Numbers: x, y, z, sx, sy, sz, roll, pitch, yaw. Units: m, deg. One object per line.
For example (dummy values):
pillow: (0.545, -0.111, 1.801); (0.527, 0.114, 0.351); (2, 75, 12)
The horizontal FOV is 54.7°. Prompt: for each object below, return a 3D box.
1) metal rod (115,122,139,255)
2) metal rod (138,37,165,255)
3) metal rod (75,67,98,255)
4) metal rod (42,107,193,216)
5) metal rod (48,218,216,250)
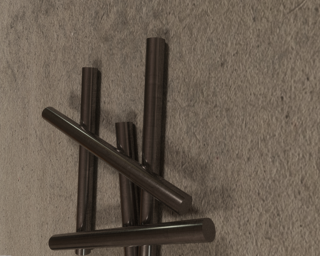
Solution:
metal rod: (-0.040, 0.141, 0.435); (0.025, 0.025, 0.298); (-7, 85, 39)
metal rod: (-0.011, 0.033, 0.412); (0.025, 0.025, 0.298); (4, 92, 39)
metal rod: (-0.118, 0.054, 0.499); (0.025, 0.025, 0.298); (5, 93, 39)
metal rod: (-0.080, 0.031, 0.433); (0.300, 0.025, 0.025); (27, 107, 36)
metal rod: (-0.060, 0.148, 0.417); (0.299, 0.025, 0.025); (-20, 78, 37)
